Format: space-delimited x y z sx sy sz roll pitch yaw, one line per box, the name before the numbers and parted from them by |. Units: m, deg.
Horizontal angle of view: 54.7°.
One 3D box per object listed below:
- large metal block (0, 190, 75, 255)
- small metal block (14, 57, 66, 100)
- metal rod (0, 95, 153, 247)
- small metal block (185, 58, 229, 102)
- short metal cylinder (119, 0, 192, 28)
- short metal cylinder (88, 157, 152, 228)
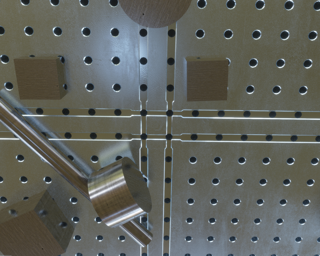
large metal block | -0.187 0.150 0.453 0.080 0.050 0.080 -24 109 8
small metal block | -0.149 -0.063 0.389 0.050 0.025 0.050 0 110 0
metal rod | -0.120 0.067 0.436 0.025 0.025 0.300 -40 106 13
small metal block | 0.058 -0.062 0.391 0.050 0.025 0.050 -2 110 0
short metal cylinder | -0.005 -0.154 0.343 0.081 0.050 0.079 0 110 0
short metal cylinder | -0.052 0.085 0.415 0.050 0.080 0.080 -26 108 9
